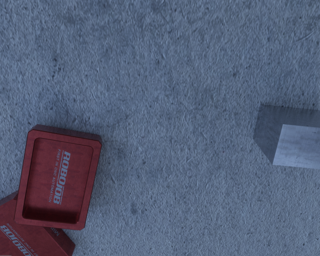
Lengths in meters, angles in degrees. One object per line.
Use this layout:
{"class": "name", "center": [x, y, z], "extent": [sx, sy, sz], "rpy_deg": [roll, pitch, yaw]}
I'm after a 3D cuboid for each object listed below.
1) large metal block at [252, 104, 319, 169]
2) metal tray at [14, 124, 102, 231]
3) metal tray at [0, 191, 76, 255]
{"class": "large metal block", "center": [0.172, 0.009, 0.386], "extent": [0.081, 0.080, 0.050], "rpy_deg": [6, 110, -3]}
{"class": "metal tray", "center": [-0.134, 0.067, 0.412], "extent": [0.091, 0.030, 0.129], "rpy_deg": [11, 101, -13]}
{"class": "metal tray", "center": [-0.203, 0.163, 0.464], "extent": [0.090, 0.030, 0.130], "rpy_deg": [-29, 108, 10]}
